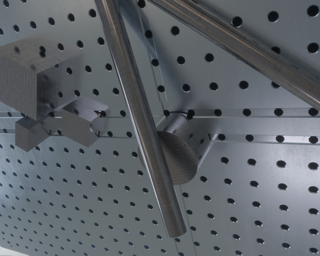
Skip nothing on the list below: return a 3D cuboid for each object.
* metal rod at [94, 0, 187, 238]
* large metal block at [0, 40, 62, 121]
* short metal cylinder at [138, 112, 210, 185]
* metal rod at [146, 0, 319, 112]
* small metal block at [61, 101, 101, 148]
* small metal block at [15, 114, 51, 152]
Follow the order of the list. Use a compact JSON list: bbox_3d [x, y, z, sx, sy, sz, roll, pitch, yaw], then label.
[{"bbox_3d":[-0.023,-0.019,0.357,0.025,0.025,0.298,-15,94,34],"label":"metal rod"},{"bbox_3d":[-0.195,-0.070,0.455,0.080,0.050,0.079,26,128,11],"label":"large metal block"},{"bbox_3d":[0.019,0.026,0.402,0.080,0.050,0.079,13,124,21],"label":"short metal cylinder"},{"bbox_3d":[0.078,-0.087,0.316,0.301,0.025,0.025,34,129,5],"label":"metal rod"},{"bbox_3d":[-0.121,-0.005,0.472,0.050,0.025,0.050,24,127,13],"label":"small metal block"},{"bbox_3d":[-0.208,0.003,0.507,0.025,0.050,0.050,29,128,10],"label":"small metal block"}]
